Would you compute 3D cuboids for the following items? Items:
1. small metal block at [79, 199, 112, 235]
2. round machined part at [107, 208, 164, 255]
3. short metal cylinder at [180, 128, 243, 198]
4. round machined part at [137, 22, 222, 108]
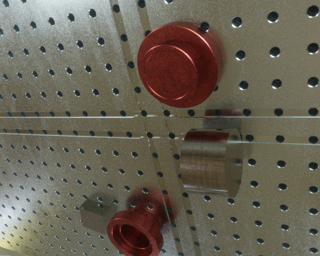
[{"bbox_3d":[-0.118,0.165,0.576,0.050,0.025,0.050,12,124,21],"label":"small metal block"},{"bbox_3d":[-0.038,0.178,0.530,0.098,0.042,0.097,13,124,21],"label":"round machined part"},{"bbox_3d":[0.064,0.040,0.367,0.050,0.080,0.080,0,119,28],"label":"short metal cylinder"},{"bbox_3d":[0.017,-0.066,0.350,0.098,0.042,0.097,13,124,21],"label":"round machined part"}]
